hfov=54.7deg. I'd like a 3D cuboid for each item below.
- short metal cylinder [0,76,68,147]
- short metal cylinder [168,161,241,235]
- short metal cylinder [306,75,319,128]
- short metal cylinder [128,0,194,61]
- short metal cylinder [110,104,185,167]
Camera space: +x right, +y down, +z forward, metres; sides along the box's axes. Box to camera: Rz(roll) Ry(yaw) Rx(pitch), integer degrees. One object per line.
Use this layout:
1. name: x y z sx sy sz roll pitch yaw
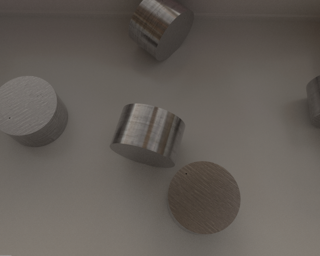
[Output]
1. short metal cylinder: -0.167 -0.020 0.402 0.081 0.050 0.080 0 70 0
2. short metal cylinder: 0.049 0.084 0.366 0.081 0.050 0.080 0 70 0
3. short metal cylinder: 0.234 -0.035 0.396 0.081 0.080 0.050 2 70 0
4. short metal cylinder: 0.002 -0.142 0.432 0.050 0.080 0.080 40 75 13
5. short metal cylinder: -0.014 0.011 0.376 0.080 0.080 0.050 15 71 5
